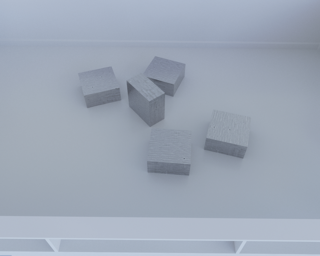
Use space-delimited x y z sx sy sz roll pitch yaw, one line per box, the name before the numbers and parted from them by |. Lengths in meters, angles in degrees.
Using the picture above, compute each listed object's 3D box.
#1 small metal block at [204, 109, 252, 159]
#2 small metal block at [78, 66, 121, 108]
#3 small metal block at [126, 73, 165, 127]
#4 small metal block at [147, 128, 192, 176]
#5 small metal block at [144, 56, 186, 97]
small metal block | 0.088 0.007 0.400 0.050 0.025 0.050 13 51 10
small metal block | -0.089 -0.061 0.455 0.050 0.025 0.050 -15 52 -12
small metal block | -0.019 -0.038 0.421 0.025 0.050 0.050 -31 57 -24
small metal block | 0.012 0.029 0.381 0.050 0.025 0.050 4 50 3
small metal block | 0.006 -0.079 0.472 0.050 0.025 0.050 18 52 14
